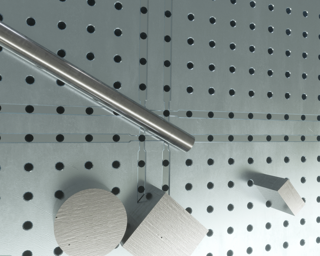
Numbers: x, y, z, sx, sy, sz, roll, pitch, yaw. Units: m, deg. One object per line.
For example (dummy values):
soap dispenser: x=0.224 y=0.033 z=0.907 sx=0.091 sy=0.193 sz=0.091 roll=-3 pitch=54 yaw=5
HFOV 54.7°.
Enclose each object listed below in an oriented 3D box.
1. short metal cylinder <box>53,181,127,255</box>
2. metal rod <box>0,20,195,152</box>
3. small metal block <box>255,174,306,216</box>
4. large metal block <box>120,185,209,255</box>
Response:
short metal cylinder: x=-0.085 y=0.107 z=0.369 sx=0.081 sy=0.050 sz=0.079 roll=0 pitch=90 yaw=-21
metal rod: x=-0.083 y=-0.050 z=0.382 sx=0.301 sy=0.025 sz=0.025 roll=30 pitch=80 yaw=-18
small metal block: x=0.181 y=0.100 z=0.468 sx=0.025 sy=0.050 sz=0.050 roll=-41 pitch=104 yaw=-15
large metal block: x=0.001 y=0.134 z=0.401 sx=0.080 sy=0.050 sz=0.080 roll=44 pitch=76 yaw=-15
